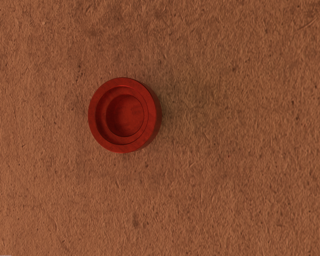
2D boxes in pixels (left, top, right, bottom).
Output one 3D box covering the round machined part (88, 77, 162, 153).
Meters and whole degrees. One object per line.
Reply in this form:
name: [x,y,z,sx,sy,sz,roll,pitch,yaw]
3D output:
round machined part: [-0.043,-0.016,0.416,0.098,0.042,0.097,0,90,20]
